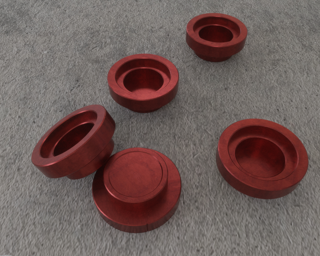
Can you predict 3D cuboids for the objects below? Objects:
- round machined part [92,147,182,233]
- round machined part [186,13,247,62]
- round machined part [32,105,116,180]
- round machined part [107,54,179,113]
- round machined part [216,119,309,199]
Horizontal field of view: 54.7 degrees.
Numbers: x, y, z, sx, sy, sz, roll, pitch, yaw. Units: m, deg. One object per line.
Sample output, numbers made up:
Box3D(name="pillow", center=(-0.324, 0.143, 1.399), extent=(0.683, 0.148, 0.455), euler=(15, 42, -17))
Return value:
Box3D(name="round machined part", center=(-0.025, 0.060, 0.341), extent=(0.099, 0.042, 0.098), euler=(0, 50, 0))
Box3D(name="round machined part", center=(0.092, -0.147, 0.516), extent=(0.099, 0.042, 0.098), euler=(0, 50, 0))
Box3D(name="round machined part", center=(-0.092, 0.020, 0.356), extent=(0.098, 0.042, 0.098), euler=(-23, 32, 16))
Box3D(name="round machined part", center=(-0.023, -0.060, 0.442), extent=(0.099, 0.042, 0.098), euler=(0, 50, 0))
Box3D(name="round machined part", center=(0.114, 0.039, 0.360), extent=(0.099, 0.042, 0.098), euler=(0, 50, 0))
